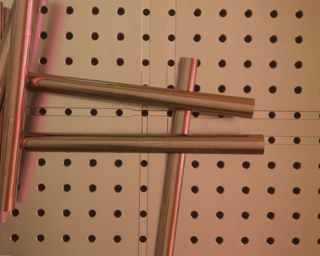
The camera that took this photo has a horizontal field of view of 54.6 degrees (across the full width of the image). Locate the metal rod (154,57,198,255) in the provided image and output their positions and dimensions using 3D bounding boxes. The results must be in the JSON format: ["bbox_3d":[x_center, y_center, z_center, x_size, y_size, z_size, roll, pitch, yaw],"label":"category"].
[{"bbox_3d":[0.019,0.057,0.413,0.025,0.025,0.298,7,90,0],"label":"metal rod"}]

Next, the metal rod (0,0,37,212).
[{"bbox_3d":[-0.180,-0.042,0.388,0.025,0.025,0.298,9,97,0],"label":"metal rod"}]

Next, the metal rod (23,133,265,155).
[{"bbox_3d":[-0.026,0.020,0.393,0.301,0.025,0.025,0,90,7],"label":"metal rod"}]

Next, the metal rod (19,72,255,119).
[{"bbox_3d":[-0.036,-0.043,0.395,0.301,0.025,0.025,8,90,7],"label":"metal rod"}]

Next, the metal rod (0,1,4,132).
[{"bbox_3d":[-0.225,-0.018,0.411,0.025,0.025,0.298,1,90,0],"label":"metal rod"}]

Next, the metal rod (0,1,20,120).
[{"bbox_3d":[-0.198,-0.077,0.395,0.025,0.025,0.299,14,83,0],"label":"metal rod"}]
